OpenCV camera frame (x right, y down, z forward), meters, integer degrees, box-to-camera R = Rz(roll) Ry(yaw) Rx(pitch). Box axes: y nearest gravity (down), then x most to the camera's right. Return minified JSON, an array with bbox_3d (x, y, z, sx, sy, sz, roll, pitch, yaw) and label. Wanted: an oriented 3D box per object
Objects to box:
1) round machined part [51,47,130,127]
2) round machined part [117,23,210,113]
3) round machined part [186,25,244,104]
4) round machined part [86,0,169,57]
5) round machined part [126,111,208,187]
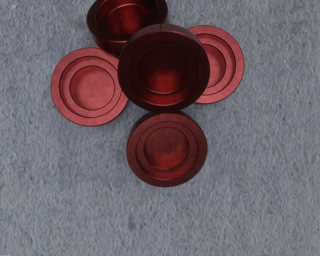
[{"bbox_3d":[-0.085,-0.051,0.400,0.099,0.042,0.097,0,90,-1],"label":"round machined part"},{"bbox_3d":[0.004,-0.068,0.344,0.099,0.042,0.097,-1,128,-1],"label":"round machined part"},{"bbox_3d":[0.055,-0.078,0.402,0.099,0.042,0.097,0,90,-1],"label":"round machined part"},{"bbox_3d":[-0.037,-0.127,0.387,0.099,0.042,0.098,-3,59,5],"label":"round machined part"},{"bbox_3d":[0.007,0.022,0.392,0.099,0.042,0.097,-2,108,-5],"label":"round machined part"}]
